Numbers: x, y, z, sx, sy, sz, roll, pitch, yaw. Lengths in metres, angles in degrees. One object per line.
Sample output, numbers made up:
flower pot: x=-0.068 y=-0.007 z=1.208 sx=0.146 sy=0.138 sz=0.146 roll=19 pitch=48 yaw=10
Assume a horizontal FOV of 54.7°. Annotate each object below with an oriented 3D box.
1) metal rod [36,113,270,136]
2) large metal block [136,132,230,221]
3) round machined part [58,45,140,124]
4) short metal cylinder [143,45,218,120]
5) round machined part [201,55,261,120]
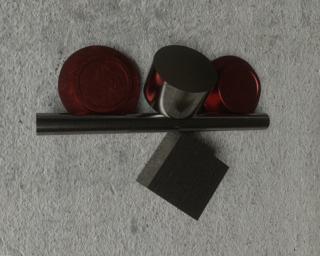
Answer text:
metal rod: x=0.007 y=-0.007 z=0.390 sx=0.303 sy=0.025 sz=0.025 roll=-1 pitch=91 yaw=-20
large metal block: x=0.029 y=0.060 z=0.406 sx=0.080 sy=0.050 sz=0.080 roll=37 pitch=78 yaw=-17
round machined part: x=-0.071 y=-0.051 z=0.374 sx=0.099 sy=0.042 sz=0.097 roll=0 pitch=90 yaw=-20
short metal cylinder: x=0.024 y=-0.057 z=0.386 sx=0.081 sy=0.050 sz=0.080 roll=10 pitch=52 yaw=-13
round machined part: x=0.102 y=-0.054 z=0.439 sx=0.099 sy=0.042 sz=0.097 roll=0 pitch=90 yaw=-20
